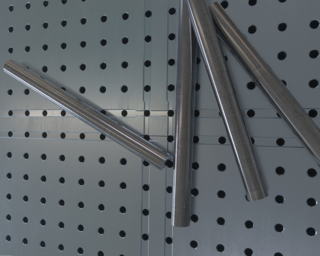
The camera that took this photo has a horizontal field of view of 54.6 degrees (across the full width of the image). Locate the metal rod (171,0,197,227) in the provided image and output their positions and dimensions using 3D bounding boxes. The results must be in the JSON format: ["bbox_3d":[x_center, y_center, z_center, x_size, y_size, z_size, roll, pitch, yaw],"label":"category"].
[{"bbox_3d":[0.032,-0.024,0.401,0.025,0.025,0.298,2,91,20],"label":"metal rod"}]

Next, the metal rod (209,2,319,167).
[{"bbox_3d":[0.146,-0.027,0.360,0.025,0.025,0.299,-37,78,16],"label":"metal rod"}]

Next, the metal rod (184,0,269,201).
[{"bbox_3d":[0.072,-0.060,0.372,0.025,0.025,0.299,-18,90,19],"label":"metal rod"}]

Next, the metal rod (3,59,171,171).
[{"bbox_3d":[-0.116,-0.026,0.454,0.300,0.025,0.025,30,100,17],"label":"metal rod"}]
